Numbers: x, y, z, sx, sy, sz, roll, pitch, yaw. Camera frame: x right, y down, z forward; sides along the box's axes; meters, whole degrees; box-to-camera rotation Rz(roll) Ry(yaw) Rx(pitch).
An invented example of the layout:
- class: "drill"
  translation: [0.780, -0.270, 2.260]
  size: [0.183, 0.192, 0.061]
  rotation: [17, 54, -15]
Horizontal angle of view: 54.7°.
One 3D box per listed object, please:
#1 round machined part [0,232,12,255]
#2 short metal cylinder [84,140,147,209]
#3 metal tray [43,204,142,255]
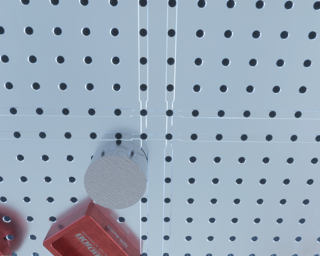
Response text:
- class: "round machined part"
  translation: [-0.275, 0.190, 0.472]
  size: [0.099, 0.042, 0.097]
  rotation: [0, 110, 0]
- class: "short metal cylinder"
  translation: [-0.058, 0.063, 0.423]
  size: [0.081, 0.050, 0.079]
  rotation: [0, 110, 0]
- class: "metal tray"
  translation: [-0.101, 0.190, 0.479]
  size: [0.090, 0.030, 0.130]
  rotation: [-34, 107, 11]
